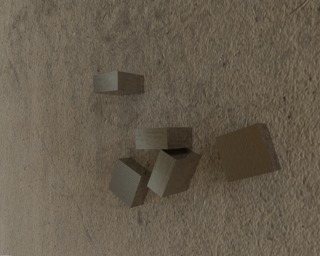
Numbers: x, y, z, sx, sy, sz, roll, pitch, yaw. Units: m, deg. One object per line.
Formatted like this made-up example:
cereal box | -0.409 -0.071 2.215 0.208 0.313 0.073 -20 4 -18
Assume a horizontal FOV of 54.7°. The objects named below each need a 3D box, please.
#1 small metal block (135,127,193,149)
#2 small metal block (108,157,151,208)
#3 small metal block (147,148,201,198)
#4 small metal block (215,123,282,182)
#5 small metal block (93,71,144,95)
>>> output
small metal block | 0.005 0.012 0.384 0.050 0.050 0.025 -3 88 40
small metal block | -0.042 0.076 0.440 0.050 0.025 0.050 30 109 36
small metal block | 0.017 0.052 0.374 0.025 0.050 0.050 32 110 35
small metal block | 0.093 0.026 0.328 0.050 0.025 0.050 -23 76 37
small metal block | -0.058 -0.062 0.437 0.050 0.050 0.025 -1 90 40
